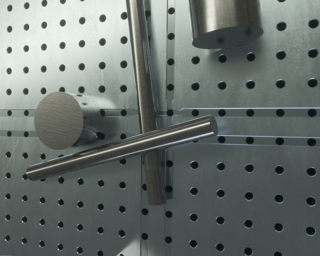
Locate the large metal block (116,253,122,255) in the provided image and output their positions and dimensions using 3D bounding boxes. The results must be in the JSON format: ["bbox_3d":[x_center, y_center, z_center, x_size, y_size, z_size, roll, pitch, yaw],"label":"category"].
[{"bbox_3d":[-0.062,0.237,0.421,0.080,0.050,0.080,41,103,15],"label":"large metal block"}]

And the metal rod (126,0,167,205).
[{"bbox_3d":[-0.020,-0.048,0.419,0.025,0.025,0.298,-7,88,20],"label":"metal rod"}]

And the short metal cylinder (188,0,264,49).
[{"bbox_3d":[0.075,-0.127,0.357,0.080,0.080,0.050,-6,88,20],"label":"short metal cylinder"}]

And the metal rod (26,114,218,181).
[{"bbox_3d":[-0.068,0.034,0.416,0.300,0.025,0.025,-16,85,26],"label":"metal rod"}]

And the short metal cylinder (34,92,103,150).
[{"bbox_3d":[-0.130,-0.010,0.445,0.080,0.050,0.079,0,90,20],"label":"short metal cylinder"}]
